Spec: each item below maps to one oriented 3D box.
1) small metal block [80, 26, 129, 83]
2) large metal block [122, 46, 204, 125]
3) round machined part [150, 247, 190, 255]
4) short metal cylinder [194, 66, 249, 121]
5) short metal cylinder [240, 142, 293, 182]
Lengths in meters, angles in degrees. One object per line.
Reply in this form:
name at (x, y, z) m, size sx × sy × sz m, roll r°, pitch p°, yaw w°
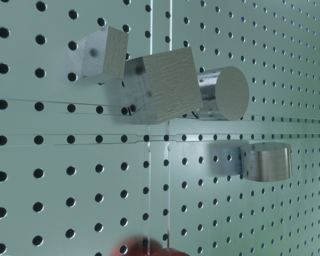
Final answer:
small metal block at (-0.062, -0.078, 0.341) m, size 0.025 × 0.050 × 0.050 m, roll 11°, pitch 83°, yaw -40°
large metal block at (0.003, -0.054, 0.395) m, size 0.081 × 0.050 × 0.080 m, roll -22°, pitch 104°, yaw -38°
round machined part at (0.002, 0.204, 0.400) m, size 0.099 × 0.042 × 0.097 m, roll 0°, pitch 90°, yaw -40°
short metal cylinder at (0.090, -0.050, 0.468) m, size 0.081 × 0.050 × 0.079 m, roll 0°, pitch 90°, yaw -40°
short metal cylinder at (0.179, 0.056, 0.524) m, size 0.081 × 0.080 × 0.050 m, roll -11°, pitch 97°, yaw -40°
